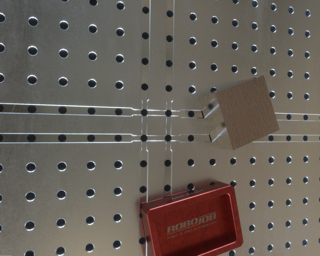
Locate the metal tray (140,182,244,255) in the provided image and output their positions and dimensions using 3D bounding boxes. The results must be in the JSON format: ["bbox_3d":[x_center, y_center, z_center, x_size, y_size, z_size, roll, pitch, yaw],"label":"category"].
[{"bbox_3d":[0.046,0.135,0.426,0.131,0.030,0.089,-12,94,-20],"label":"metal tray"}]

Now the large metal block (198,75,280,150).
[{"bbox_3d":[0.111,-0.022,0.440,0.081,0.050,0.080,-21,97,-19],"label":"large metal block"}]
